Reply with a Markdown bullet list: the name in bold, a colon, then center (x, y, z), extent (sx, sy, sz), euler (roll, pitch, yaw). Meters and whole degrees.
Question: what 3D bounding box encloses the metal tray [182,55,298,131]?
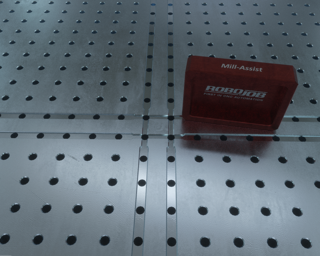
- **metal tray**: center (0.097, -0.043, 0.402), extent (0.131, 0.090, 0.030), euler (7, 51, 6)
